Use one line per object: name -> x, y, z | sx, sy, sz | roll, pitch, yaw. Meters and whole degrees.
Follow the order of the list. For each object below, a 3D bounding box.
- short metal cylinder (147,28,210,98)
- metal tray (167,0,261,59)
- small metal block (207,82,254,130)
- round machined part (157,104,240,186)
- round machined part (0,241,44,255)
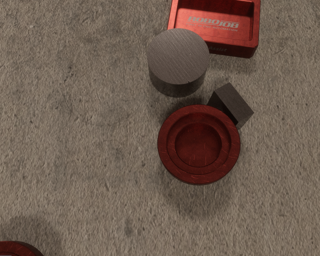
short metal cylinder -> 0.024, -0.087, 0.423 | 0.081, 0.050, 0.080 | 0, 76, 1
metal tray -> 0.080, -0.158, 0.463 | 0.131, 0.030, 0.090 | 8, 70, 2
small metal block -> 0.089, -0.023, 0.403 | 0.025, 0.050, 0.050 | -29, 73, -16
round machined part -> 0.047, 0.023, 0.388 | 0.099, 0.042, 0.098 | -1, 74, 4
round machined part -> -0.165, 0.173, 0.334 | 0.099, 0.042, 0.098 | 0, 70, -1
